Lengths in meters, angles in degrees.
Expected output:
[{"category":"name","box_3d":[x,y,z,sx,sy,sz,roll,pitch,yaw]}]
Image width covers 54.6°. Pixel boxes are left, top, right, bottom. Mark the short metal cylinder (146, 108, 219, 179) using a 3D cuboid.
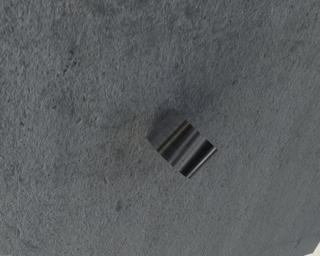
[{"category":"short metal cylinder","box_3d":[0.029,0.019,0.398,0.050,0.080,0.080,-47,129,4]}]
